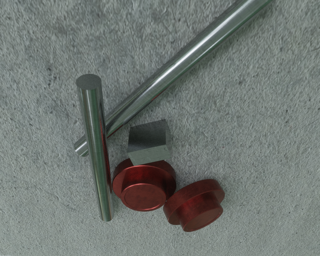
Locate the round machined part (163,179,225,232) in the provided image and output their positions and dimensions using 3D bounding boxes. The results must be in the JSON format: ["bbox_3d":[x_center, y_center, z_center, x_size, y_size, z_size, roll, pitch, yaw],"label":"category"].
[{"bbox_3d":[0.058,0.125,0.479,0.099,0.042,0.097,-19,144,-14],"label":"round machined part"}]

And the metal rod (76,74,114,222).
[{"bbox_3d":[-0.081,0.052,0.423,0.025,0.025,0.298,3,139,-3],"label":"metal rod"}]

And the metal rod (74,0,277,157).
[{"bbox_3d":[-0.003,-0.051,0.363,0.299,0.025,0.025,-37,121,27],"label":"metal rod"}]

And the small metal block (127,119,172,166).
[{"bbox_3d":[-0.013,0.018,0.406,0.050,0.050,0.025,-13,129,10],"label":"small metal block"}]

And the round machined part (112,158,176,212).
[{"bbox_3d":[-0.024,0.091,0.473,0.099,0.042,0.097,0,130,0],"label":"round machined part"}]
